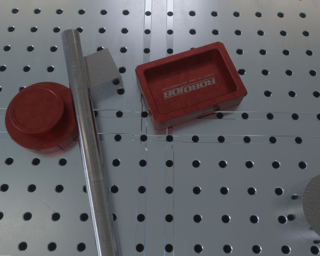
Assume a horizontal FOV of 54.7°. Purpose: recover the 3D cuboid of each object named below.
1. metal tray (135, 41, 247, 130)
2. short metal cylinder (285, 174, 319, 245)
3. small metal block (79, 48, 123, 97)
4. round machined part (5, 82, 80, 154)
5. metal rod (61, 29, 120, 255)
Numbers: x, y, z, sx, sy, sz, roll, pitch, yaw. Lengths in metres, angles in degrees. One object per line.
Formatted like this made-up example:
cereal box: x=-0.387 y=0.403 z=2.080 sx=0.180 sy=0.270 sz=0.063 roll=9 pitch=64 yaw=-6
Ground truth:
metal tray: x=0.041 y=-0.060 z=0.431 sx=0.131 sy=0.030 sz=0.090 roll=-18 pitch=71 yaw=-7
short metal cylinder: x=0.198 y=0.096 z=0.365 sx=0.081 sy=0.050 sz=0.080 roll=0 pitch=70 yaw=0
small metal block: x=-0.087 y=-0.079 z=0.440 sx=0.050 sy=0.025 sz=0.050 roll=-24 pitch=72 yaw=-9
round machined part: x=-0.155 y=-0.018 z=0.408 sx=0.099 sy=0.042 sz=0.098 roll=0 pitch=70 yaw=0
metal rod: x=-0.090 y=0.014 z=0.389 sx=0.025 sy=0.025 sz=0.299 roll=-12 pitch=77 yaw=-4
